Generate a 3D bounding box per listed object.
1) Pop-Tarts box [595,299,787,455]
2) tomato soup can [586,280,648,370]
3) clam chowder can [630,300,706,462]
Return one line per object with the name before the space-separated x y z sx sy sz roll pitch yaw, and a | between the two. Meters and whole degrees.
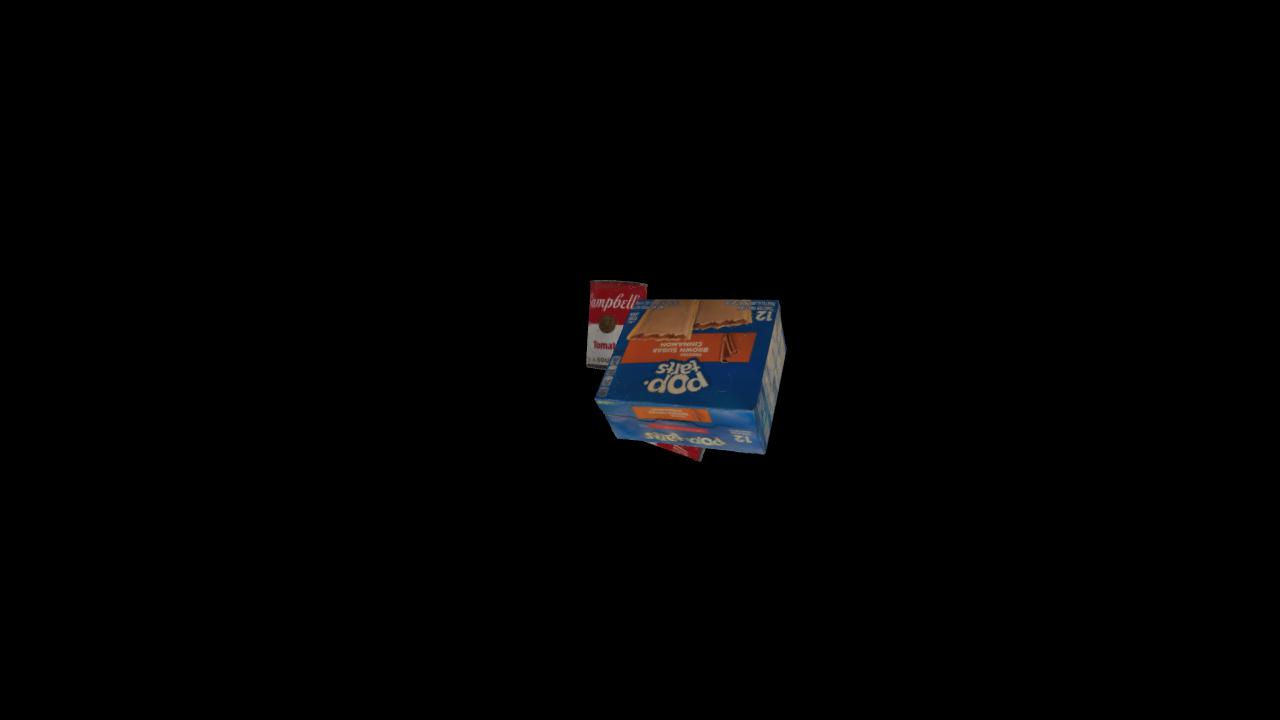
Pop-Tarts box | 0.058 0.012 0.650 0.167 0.141 0.083 3 -37 25
tomato soup can | -0.028 -0.039 0.713 0.068 0.101 0.068 4 3 0
clam chowder can | 0.029 0.063 0.677 0.102 0.068 0.068 18 4 11
